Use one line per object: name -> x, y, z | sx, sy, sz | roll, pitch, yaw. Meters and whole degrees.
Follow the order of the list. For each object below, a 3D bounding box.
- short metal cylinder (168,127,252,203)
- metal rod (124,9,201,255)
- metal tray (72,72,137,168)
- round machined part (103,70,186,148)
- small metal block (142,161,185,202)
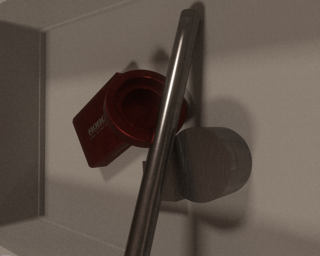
short metal cylinder -> 0.054, 0.039, 0.345 | 0.080, 0.050, 0.079 | 0, 90, 39
metal rod -> 0.005, 0.004, 0.339 | 0.025, 0.025, 0.299 | 1, 71, 39
metal tray -> -0.073, -0.009, 0.461 | 0.130, 0.030, 0.090 | -39, 67, 33
round machined part -> -0.021, -0.020, 0.383 | 0.098, 0.099, 0.042 | 67, 155, 18
small metal block -> 0.006, 0.067, 0.400 | 0.050, 0.025, 0.050 | -6, 86, 39
